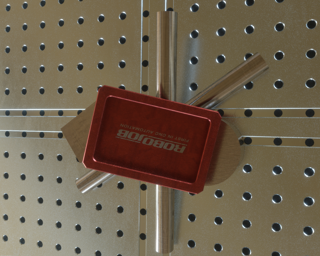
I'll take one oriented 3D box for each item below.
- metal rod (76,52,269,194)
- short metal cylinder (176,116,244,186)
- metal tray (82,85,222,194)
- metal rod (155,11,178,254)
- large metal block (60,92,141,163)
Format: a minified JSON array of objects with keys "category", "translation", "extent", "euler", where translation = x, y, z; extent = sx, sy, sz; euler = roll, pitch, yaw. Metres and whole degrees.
[{"category":"metal rod","translation":[0.005,0.002,0.410],"extent":[0.300,0.025,0.025],"euler":[-35,79,16]},{"category":"short metal cylinder","translation":[0.059,0.026,0.377],"extent":[0.080,0.050,0.079],"euler":[0,90,19]},{"category":"metal tray","translation":[-0.008,0.012,0.337],"extent":[0.131,0.030,0.089],"euler":[13,95,0]},{"category":"metal rod","translation":[0.007,0.013,0.385],"extent":[0.025,0.025,0.298],"euler":[4,101,19]},{"category":"large metal block","translation":[-0.065,-0.001,0.404],"extent":[0.080,0.080,0.050],"euler":[-35,79,16]}]
